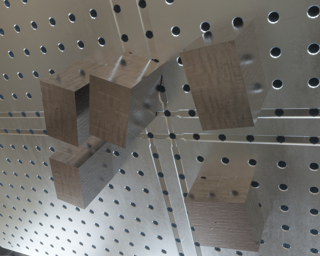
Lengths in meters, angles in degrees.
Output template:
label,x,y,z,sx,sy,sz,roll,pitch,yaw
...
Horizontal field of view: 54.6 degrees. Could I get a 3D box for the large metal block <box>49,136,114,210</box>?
label,x,y,z,sx,sy,sz,roll,pitch,yaw
large metal block,-0.117,0.062,0.476,0.050,0.080,0.079,15,125,20

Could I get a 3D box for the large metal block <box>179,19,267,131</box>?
label,x,y,z,sx,sy,sz,roll,pitch,yaw
large metal block,0.068,-0.053,0.307,0.050,0.080,0.080,-6,116,31

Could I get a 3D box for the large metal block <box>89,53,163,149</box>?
label,x,y,z,sx,sy,sz,roll,pitch,yaw
large metal block,-0.041,-0.035,0.376,0.050,0.080,0.079,21,126,16

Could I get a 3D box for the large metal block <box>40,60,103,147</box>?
label,x,y,z,sx,sy,sz,roll,pitch,yaw
large metal block,-0.106,-0.035,0.411,0.050,0.080,0.079,19,126,17

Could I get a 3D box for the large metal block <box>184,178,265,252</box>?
label,x,y,z,sx,sy,sz,roll,pitch,yaw
large metal block,0.089,0.115,0.420,0.080,0.050,0.080,-6,115,31
